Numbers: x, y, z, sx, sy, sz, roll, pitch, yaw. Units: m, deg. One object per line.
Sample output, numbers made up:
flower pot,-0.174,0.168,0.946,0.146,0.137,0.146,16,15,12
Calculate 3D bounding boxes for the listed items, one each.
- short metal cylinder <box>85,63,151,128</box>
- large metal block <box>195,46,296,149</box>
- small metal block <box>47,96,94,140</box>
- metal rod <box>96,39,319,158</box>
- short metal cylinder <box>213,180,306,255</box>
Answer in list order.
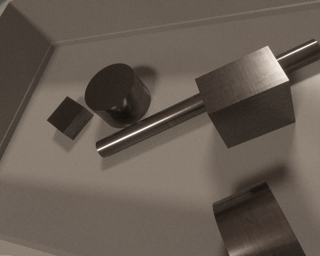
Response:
short metal cylinder,-0.060,-0.046,0.448,0.080,0.050,0.080,-13,56,20
large metal block,0.094,-0.029,0.338,0.080,0.080,0.050,-24,53,14
small metal block,-0.141,-0.016,0.488,0.050,0.025,0.050,30,78,37
metal rod,0.052,-0.032,0.397,0.301,0.025,0.025,-25,53,12
short metal cylinder,0.087,0.092,0.268,0.050,0.080,0.080,-27,53,11
